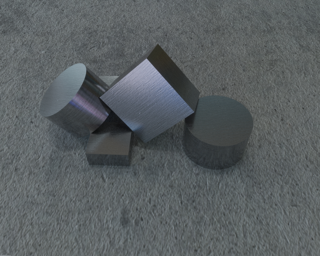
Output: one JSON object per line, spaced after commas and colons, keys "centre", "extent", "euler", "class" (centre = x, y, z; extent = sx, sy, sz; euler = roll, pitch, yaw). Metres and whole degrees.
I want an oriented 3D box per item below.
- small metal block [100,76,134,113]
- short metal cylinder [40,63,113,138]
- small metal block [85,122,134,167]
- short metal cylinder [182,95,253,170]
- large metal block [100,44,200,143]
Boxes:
{"centre": [-0.063, -0.049, 0.445], "extent": [0.050, 0.025, 0.050], "euler": [-1, 50, -1], "class": "small metal block"}
{"centre": [-0.104, -0.035, 0.393], "extent": [0.080, 0.050, 0.080], "euler": [-24, 45, 27], "class": "short metal cylinder"}
{"centre": [-0.061, 0.020, 0.387], "extent": [0.050, 0.025, 0.050], "euler": [2, 50, 1], "class": "small metal block"}
{"centre": [0.069, 0.005, 0.385], "extent": [0.081, 0.050, 0.080], "euler": [0, 50, 0], "class": "short metal cylinder"}
{"centre": [-0.011, -0.040, 0.379], "extent": [0.080, 0.080, 0.050], "euler": [47, 32, -16], "class": "large metal block"}
